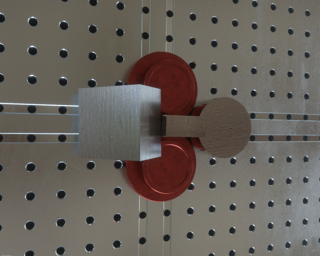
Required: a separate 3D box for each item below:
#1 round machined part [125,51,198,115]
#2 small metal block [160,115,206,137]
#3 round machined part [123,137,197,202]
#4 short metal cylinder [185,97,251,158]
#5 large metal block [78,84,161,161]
[{"bbox_3d":[0.006,-0.052,0.406,0.099,0.042,0.097,0,90,-20],"label":"round machined part"},{"bbox_3d":[0.022,-0.002,0.384,0.050,0.050,0.025,1,90,-20],"label":"small metal block"},{"bbox_3d":[0.004,0.048,0.405,0.099,0.042,0.097,0,90,-20],"label":"round machined part"},{"bbox_3d":[0.077,-0.001,0.426,0.081,0.050,0.080,0,90,-20],"label":"short metal cylinder"},{"bbox_3d":[-0.046,-0.006,0.360,0.050,0.080,0.080,-1,91,-65],"label":"large metal block"}]
